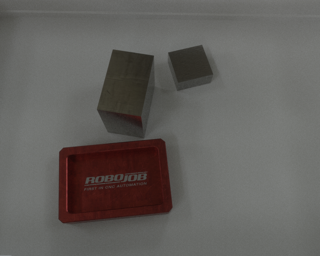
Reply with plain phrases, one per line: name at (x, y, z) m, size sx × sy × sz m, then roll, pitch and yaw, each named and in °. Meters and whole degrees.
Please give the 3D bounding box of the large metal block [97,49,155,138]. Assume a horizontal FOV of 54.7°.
large metal block at (-0.039, -0.040, 0.395) m, size 0.050 × 0.080 × 0.080 m, roll 9°, pitch 70°, yaw 3°

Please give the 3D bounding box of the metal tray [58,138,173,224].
metal tray at (-0.055, 0.065, 0.382) m, size 0.131 × 0.030 × 0.090 m, roll -5°, pitch 70°, yaw -3°

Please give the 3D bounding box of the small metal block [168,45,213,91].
small metal block at (0.042, -0.086, 0.442) m, size 0.050 × 0.025 × 0.050 m, roll -14°, pitch 71°, yaw -6°
